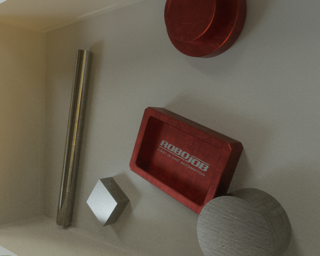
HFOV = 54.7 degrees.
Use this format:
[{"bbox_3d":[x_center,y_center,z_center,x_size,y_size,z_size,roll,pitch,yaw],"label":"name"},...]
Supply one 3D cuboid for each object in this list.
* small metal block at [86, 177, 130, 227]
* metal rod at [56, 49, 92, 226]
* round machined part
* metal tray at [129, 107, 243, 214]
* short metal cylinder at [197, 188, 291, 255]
[{"bbox_3d":[-0.080,0.111,0.470,0.050,0.025,0.050,45,117,30],"label":"small metal block"},{"bbox_3d":[-0.146,0.020,0.524,0.025,0.025,0.298,15,99,39],"label":"metal rod"},{"bbox_3d":[0.044,-0.131,0.353,0.098,0.042,0.097,6,99,39],"label":"round machined part"},{"bbox_3d":[0.026,0.036,0.380,0.130,0.030,0.089,27,106,36],"label":"metal tray"},{"bbox_3d":[0.086,0.106,0.319,0.080,0.050,0.079,0,90,39],"label":"short metal cylinder"}]
